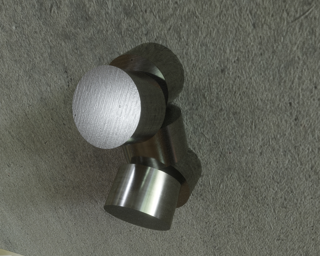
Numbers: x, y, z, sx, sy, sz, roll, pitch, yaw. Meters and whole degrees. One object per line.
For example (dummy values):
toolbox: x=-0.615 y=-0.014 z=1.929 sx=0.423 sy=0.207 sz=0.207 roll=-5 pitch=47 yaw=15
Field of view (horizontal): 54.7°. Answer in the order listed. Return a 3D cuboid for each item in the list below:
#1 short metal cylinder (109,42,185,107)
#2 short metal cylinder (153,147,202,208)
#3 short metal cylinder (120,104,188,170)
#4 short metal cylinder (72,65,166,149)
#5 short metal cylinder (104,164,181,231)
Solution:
short metal cylinder: x=-0.017 y=-0.056 z=0.367 sx=0.080 sy=0.050 sz=0.079 roll=13 pitch=124 yaw=21
short metal cylinder: x=0.012 y=0.063 z=0.425 sx=0.080 sy=0.050 sz=0.079 roll=13 pitch=124 yaw=21
short metal cylinder: x=-0.009 y=0.009 z=0.384 sx=0.080 sy=0.080 sz=0.050 roll=2 pitch=119 yaw=27
short metal cylinder: x=-0.041 y=-0.021 z=0.317 sx=0.080 sy=0.050 sz=0.079 roll=2 pitch=94 yaw=27
short metal cylinder: x=-0.020 y=0.084 z=0.369 sx=0.080 sy=0.050 sz=0.080 roll=14 pitch=151 yaw=8
